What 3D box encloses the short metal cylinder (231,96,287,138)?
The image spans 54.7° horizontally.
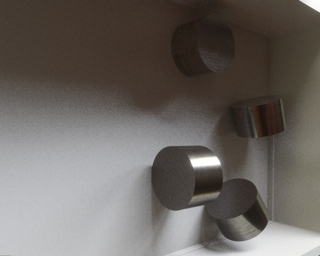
[{"bbox_3d":[0.162,-0.020,0.510,0.081,0.080,0.050,-22,104,-38],"label":"short metal cylinder"}]

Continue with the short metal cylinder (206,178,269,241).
[{"bbox_3d":[0.118,0.123,0.473,0.080,0.080,0.050,-46,118,-30],"label":"short metal cylinder"}]

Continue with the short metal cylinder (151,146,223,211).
[{"bbox_3d":[0.034,0.063,0.401,0.050,0.080,0.079,2,89,-40],"label":"short metal cylinder"}]

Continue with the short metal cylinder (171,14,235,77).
[{"bbox_3d":[0.063,-0.116,0.445,0.081,0.050,0.079,0,90,-40],"label":"short metal cylinder"}]
